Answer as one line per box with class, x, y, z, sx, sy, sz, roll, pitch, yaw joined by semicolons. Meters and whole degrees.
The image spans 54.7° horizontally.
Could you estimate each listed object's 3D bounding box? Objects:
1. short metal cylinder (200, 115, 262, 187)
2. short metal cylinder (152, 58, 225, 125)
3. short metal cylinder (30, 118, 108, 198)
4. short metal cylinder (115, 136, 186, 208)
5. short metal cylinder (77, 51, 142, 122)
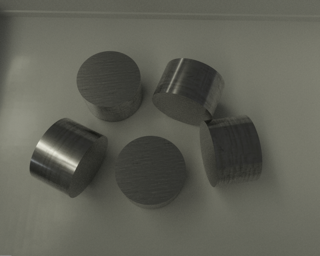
short metal cylinder;0.081;0.027;0.370;0.050;0.080;0.080;-8;70;-3
short metal cylinder;0.036;-0.044;0.397;0.080;0.080;0.050;20;71;7
short metal cylinder;-0.104;0.034;0.364;0.050;0.080;0.080;26;72;9
short metal cylinder;-0.011;0.055;0.374;0.081;0.050;0.080;0;70;0
short metal cylinder;-0.065;-0.055;0.414;0.081;0.050;0.080;0;70;0
